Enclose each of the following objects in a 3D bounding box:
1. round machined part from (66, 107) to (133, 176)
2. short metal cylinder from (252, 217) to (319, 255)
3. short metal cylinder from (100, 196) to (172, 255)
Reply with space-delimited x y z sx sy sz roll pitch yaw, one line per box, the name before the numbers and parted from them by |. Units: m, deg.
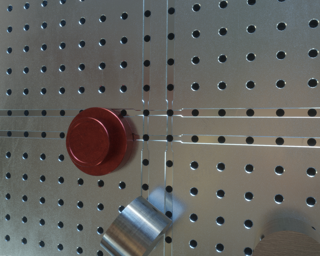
round machined part | -0.091 0.019 0.436 0.098 0.042 0.097 0 90 20
short metal cylinder | 0.146 0.147 0.348 0.080 0.050 0.079 0 90 20
short metal cylinder | -0.029 0.134 0.393 0.050 0.080 0.080 36 102 16
